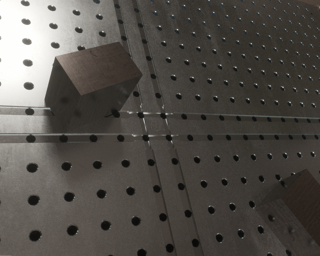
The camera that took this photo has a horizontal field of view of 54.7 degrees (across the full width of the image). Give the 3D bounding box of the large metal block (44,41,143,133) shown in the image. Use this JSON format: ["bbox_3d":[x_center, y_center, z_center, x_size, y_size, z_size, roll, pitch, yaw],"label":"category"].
[{"bbox_3d":[-0.079,-0.047,0.360,0.081,0.080,0.050,-27,77,-37],"label":"large metal block"}]

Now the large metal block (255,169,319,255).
[{"bbox_3d":[0.194,0.116,0.428,0.081,0.050,0.080,-29,78,-38],"label":"large metal block"}]
